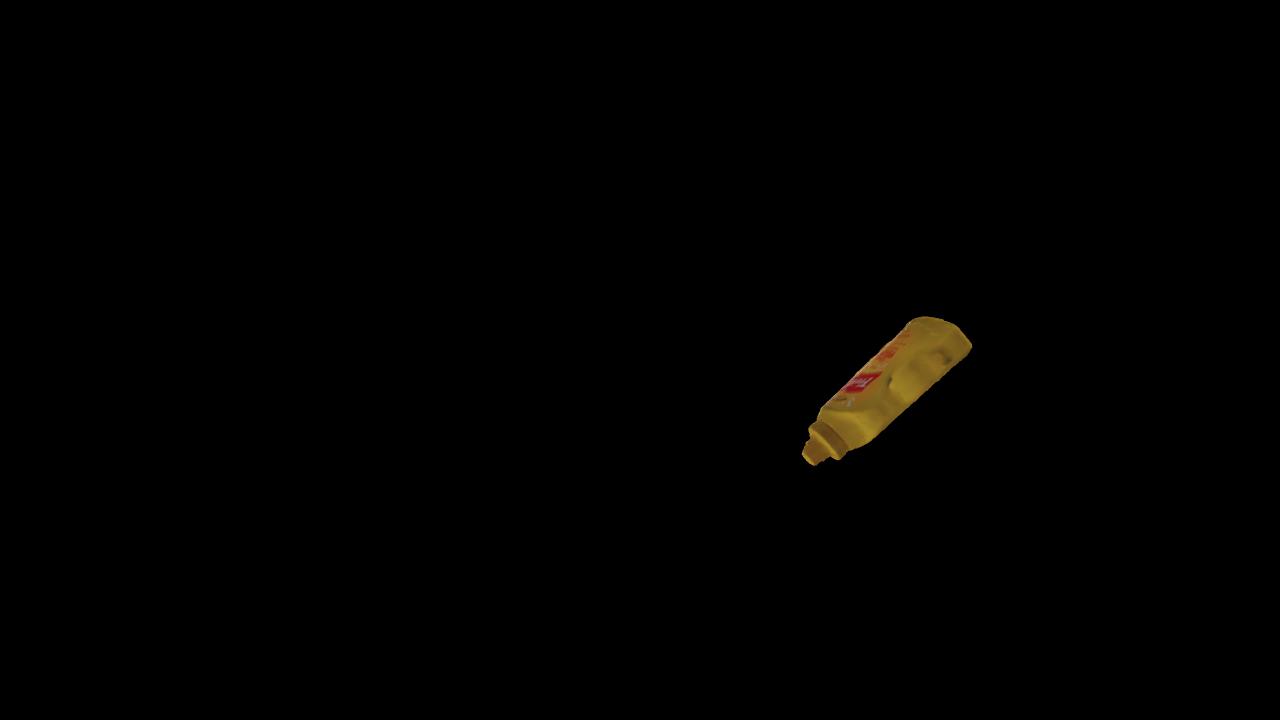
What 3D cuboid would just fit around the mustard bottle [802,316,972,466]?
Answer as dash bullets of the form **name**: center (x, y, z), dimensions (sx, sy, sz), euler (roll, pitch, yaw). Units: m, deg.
- **mustard bottle**: center (0.230, 0.037, 0.604), dimensions (0.184, 0.054, 0.092), euler (-42, 10, -3)
